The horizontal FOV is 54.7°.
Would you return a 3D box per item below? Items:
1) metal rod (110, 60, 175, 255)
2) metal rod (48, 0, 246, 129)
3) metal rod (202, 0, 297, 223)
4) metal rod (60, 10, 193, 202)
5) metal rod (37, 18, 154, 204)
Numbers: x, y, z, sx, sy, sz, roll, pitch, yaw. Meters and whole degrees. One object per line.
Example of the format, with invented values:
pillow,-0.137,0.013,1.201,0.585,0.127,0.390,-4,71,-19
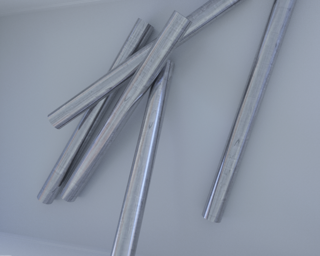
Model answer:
metal rod,-0.021,0.052,0.353,0.025,0.025,0.299,4,66,19
metal rod,-0.020,-0.090,0.398,0.300,0.025,0.025,-33,80,9
metal rod,0.108,-0.029,0.372,0.025,0.025,0.298,19,96,18
metal rod,-0.054,-0.014,0.405,0.025,0.025,0.298,41,111,15
metal rod,-0.096,-0.017,0.443,0.025,0.025,0.299,35,101,16
